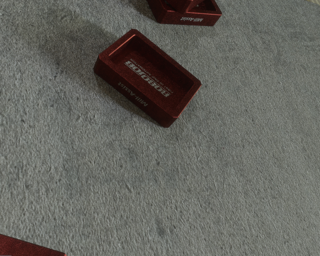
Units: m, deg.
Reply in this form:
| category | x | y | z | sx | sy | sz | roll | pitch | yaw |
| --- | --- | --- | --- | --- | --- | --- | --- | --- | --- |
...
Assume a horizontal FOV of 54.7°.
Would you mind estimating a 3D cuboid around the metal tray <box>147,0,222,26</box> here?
| category | x | y | z | sx | sy | sz | roll | pitch | yaw |
| --- | --- | --- | --- | --- | --- | --- | --- | --- | --- |
| metal tray | 0.040 | -0.231 | 0.562 | 0.131 | 0.030 | 0.090 | -9 | 67 | -32 |

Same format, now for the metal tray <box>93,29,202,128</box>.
| category | x | y | z | sx | sy | sz | roll | pitch | yaw |
| --- | --- | --- | --- | --- | --- | --- | --- | --- | --- |
| metal tray | -0.014 | -0.072 | 0.436 | 0.130 | 0.030 | 0.090 | 39 | 51 | -2 |

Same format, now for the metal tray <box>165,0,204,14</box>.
| category | x | y | z | sx | sy | sz | roll | pitch | yaw |
| --- | --- | --- | --- | --- | --- | --- | --- | --- | --- |
| metal tray | 0.018 | -0.262 | 0.530 | 0.130 | 0.030 | 0.090 | 43 | 51 | 1 |

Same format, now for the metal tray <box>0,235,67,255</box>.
| category | x | y | z | sx | sy | sz | roll | pitch | yaw |
| --- | --- | --- | --- | --- | --- | --- | --- | --- | --- |
| metal tray | -0.122 | 0.112 | 0.200 | 0.090 | 0.129 | 0.030 | 24 | 36 | -14 |
